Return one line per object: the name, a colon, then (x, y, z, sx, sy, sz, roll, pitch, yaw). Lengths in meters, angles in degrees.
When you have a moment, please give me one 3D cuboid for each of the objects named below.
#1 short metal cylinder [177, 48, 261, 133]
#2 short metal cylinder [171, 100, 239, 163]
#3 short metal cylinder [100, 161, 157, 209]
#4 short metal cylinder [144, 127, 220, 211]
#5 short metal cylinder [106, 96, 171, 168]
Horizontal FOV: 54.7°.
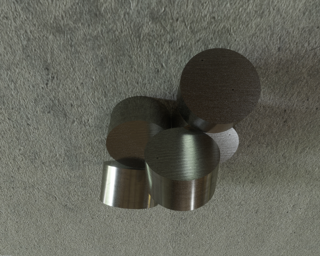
short metal cylinder: (0.060, -0.038, 0.332, 0.081, 0.080, 0.050, 0, 168, -1)
short metal cylinder: (0.055, 0.005, 0.396, 0.081, 0.050, 0.079, 0, 130, 0)
short metal cylinder: (-0.040, 0.076, 0.428, 0.081, 0.080, 0.050, 6, 91, -5)
short metal cylinder: (0.024, 0.044, 0.345, 0.081, 0.080, 0.050, -1, 130, 0)
short metal cylinder: (-0.025, 0.006, 0.396, 0.081, 0.050, 0.079, 0, 130, 0)
